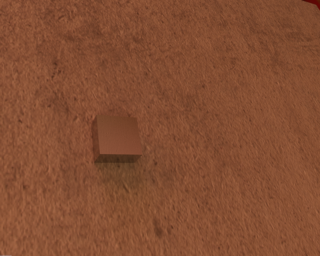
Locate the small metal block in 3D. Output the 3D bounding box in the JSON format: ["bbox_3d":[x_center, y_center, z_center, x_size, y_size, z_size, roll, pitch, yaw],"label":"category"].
[{"bbox_3d":[-0.052,0.014,0.369,0.050,0.025,0.050,4,60,-27],"label":"small metal block"}]
